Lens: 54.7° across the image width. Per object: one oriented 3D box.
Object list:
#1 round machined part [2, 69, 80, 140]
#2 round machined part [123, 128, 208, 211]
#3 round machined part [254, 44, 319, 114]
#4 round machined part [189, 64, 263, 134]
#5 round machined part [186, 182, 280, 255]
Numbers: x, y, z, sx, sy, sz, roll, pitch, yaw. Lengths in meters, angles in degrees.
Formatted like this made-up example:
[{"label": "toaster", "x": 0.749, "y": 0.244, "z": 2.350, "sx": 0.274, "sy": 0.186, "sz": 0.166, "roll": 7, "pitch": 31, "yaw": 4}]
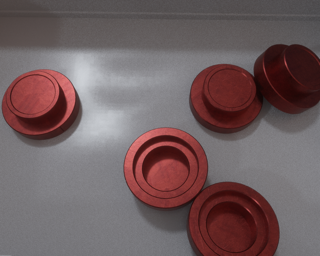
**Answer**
[{"label": "round machined part", "x": -0.161, "y": -0.036, "z": 0.413, "sx": 0.099, "sy": 0.042, "sz": 0.098, "roll": 0, "pitch": 70, "yaw": 0}, {"label": "round machined part", "x": 0.007, "y": 0.052, "z": 0.379, "sx": 0.099, "sy": 0.042, "sz": 0.098, "roll": -1, "pitch": 67, "yaw": 2}, {"label": "round machined part", "x": 0.178, "y": -0.071, "z": 0.410, "sx": 0.099, "sy": 0.042, "sz": 0.098, "roll": 9, "pitch": 65, "yaw": -20}, {"label": "round machined part", "x": 0.090, "y": -0.045, "z": 0.417, "sx": 0.099, "sy": 0.042, "sz": 0.098, "roll": 0, "pitch": 70, "yaw": 0}, {"label": "round machined part", "x": 0.079, "y": 0.114, "z": 0.351, "sx": 0.099, "sy": 0.042, "sz": 0.098, "roll": 1, "pitch": 56, "yaw": -2}]
